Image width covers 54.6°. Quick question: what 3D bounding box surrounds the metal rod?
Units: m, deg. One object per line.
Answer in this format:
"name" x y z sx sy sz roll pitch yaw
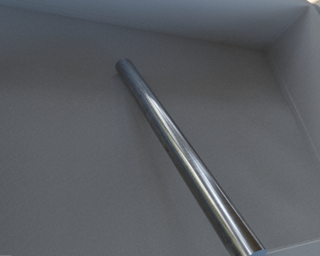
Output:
"metal rod" 0.009 0.005 0.331 0.025 0.025 0.300 -2 39 -29
